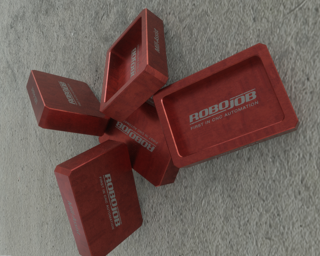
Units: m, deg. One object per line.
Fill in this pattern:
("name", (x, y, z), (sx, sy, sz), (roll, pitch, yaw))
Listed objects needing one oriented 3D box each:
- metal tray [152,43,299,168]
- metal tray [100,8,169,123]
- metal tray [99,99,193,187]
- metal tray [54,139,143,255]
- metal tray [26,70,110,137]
("metal tray", (0.065, -0.019, 0.327), (0.130, 0.030, 0.090), (-23, 75, 22))
("metal tray", (-0.034, -0.081, 0.391), (0.090, 0.030, 0.130), (-38, 38, 33))
("metal tray", (-0.023, 0.008, 0.420), (0.130, 0.030, 0.089), (32, 110, 35))
("metal tray", (-0.073, 0.091, 0.396), (0.030, 0.091, 0.129), (7, 115, 40))
("metal tray", (-0.138, -0.038, 0.455), (0.130, 0.091, 0.030), (48, 120, 48))
